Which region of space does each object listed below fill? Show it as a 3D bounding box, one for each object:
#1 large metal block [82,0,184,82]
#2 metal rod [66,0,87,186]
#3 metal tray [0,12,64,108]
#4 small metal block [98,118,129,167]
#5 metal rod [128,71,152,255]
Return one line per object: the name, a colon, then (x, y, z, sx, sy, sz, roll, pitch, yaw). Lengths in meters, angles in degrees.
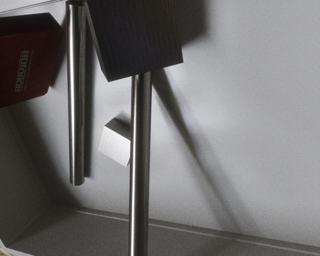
large metal block: (-0.028, -0.101, 0.316, 0.081, 0.050, 0.079, -17, 118, -11)
metal rod: (-0.121, -0.028, 0.452, 0.025, 0.025, 0.298, 21, 126, 15)
metal tray: (-0.182, -0.082, 0.397, 0.030, 0.091, 0.129, 51, 137, 13)
small metal block: (-0.058, 0.021, 0.451, 0.050, 0.025, 0.050, 29, 128, 9)
metal rod: (-0.026, 0.074, 0.390, 0.025, 0.025, 0.298, 4, 96, 25)
